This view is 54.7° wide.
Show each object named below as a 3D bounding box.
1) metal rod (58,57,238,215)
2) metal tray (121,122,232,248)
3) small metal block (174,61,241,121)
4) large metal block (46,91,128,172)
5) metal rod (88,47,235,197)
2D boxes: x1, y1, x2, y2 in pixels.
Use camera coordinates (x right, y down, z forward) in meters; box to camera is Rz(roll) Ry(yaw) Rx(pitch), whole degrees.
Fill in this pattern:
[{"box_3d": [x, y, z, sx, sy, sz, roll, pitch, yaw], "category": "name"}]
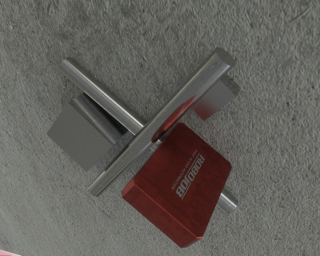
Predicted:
[{"box_3d": [-0.015, 0.011, 0.422, 0.300, 0.025, 0.025, 41, 129, 0], "category": "metal rod"}, {"box_3d": [0.026, 0.059, 0.361, 0.090, 0.131, 0.030, 41, 130, 0], "category": "metal tray"}, {"box_3d": [0.054, -0.044, 0.352, 0.050, 0.025, 0.050, 46, 129, -4], "category": "small metal block"}, {"box_3d": [-0.103, 0.004, 0.445, 0.080, 0.050, 0.080, 45, 129, -4], "category": "large metal block"}, {"box_3d": [-0.019, 0.014, 0.392, 0.025, 0.025, 0.298, 43, 129, -2], "category": "metal rod"}]
